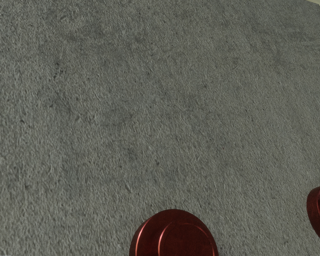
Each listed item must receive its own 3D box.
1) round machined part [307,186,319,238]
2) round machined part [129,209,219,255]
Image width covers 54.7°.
[{"bbox_3d":[0.272,0.129,0.460,0.099,0.042,0.098,14,56,-21],"label":"round machined part"},{"bbox_3d":[0.021,0.133,0.323,0.099,0.042,0.098,14,56,-21],"label":"round machined part"}]
